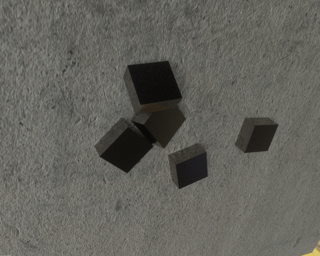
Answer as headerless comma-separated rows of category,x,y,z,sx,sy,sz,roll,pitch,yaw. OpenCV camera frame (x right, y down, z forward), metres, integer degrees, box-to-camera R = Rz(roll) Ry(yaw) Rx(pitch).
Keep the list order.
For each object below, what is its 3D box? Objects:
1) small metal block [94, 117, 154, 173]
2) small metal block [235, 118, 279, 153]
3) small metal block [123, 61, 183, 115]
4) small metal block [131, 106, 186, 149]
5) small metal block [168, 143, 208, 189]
small metal block,-0.046,0.023,0.396,0.050,0.025,0.050,-46,129,4
small metal block,0.155,0.011,0.498,0.050,0.025,0.050,-2,119,-28
small metal block,-0.009,-0.046,0.354,0.050,0.050,0.025,-11,161,-22
small metal block,-0.001,-0.011,0.390,0.050,0.025,0.050,-53,132,-17
small metal block,0.043,0.057,0.465,0.050,0.025,0.050,-21,127,-16
